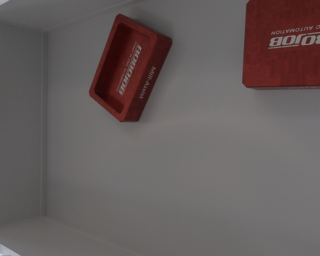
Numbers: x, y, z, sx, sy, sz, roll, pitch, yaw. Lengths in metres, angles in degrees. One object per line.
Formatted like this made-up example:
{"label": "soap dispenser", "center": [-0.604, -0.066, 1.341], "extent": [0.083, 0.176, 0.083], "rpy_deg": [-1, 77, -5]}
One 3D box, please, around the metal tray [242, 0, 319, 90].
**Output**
{"label": "metal tray", "center": [0.145, -0.082, 0.284], "extent": [0.130, 0.030, 0.089], "rpy_deg": [4, 93, 40]}

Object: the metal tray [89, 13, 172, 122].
{"label": "metal tray", "center": [-0.046, -0.084, 0.441], "extent": [0.090, 0.030, 0.129], "rpy_deg": [38, 113, 33]}
